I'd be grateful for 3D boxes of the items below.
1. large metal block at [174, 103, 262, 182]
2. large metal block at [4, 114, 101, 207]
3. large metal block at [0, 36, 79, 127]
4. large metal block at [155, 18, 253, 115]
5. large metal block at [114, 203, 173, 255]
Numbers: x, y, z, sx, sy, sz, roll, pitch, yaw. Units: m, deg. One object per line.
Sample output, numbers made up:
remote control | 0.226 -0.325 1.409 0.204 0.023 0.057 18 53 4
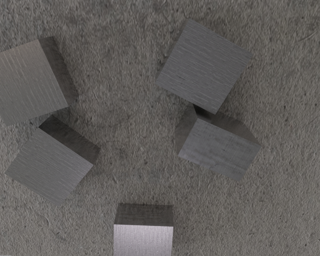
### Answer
large metal block | 0.067 0.012 0.385 0.080 0.080 0.050 23 108 -9
large metal block | -0.139 0.043 0.411 0.080 0.050 0.080 37 106 -13
large metal block | -0.157 -0.057 0.374 0.080 0.050 0.080 -17 109 6
large metal block | 0.048 -0.075 0.369 0.080 0.050 0.080 26 108 -10
large metal block | -0.024 0.160 0.455 0.081 0.050 0.079 3 110 -1
